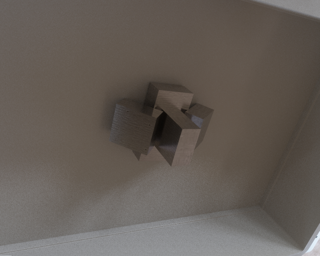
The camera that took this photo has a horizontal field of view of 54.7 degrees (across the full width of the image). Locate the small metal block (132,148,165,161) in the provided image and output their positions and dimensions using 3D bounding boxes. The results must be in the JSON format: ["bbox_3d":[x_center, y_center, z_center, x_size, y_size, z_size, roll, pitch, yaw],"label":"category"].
[{"bbox_3d":[-0.004,0.016,0.414,0.050,0.025,0.050,3,117,-29],"label":"small metal block"}]

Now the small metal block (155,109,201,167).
[{"bbox_3d":[0.019,0.011,0.374,0.025,0.050,0.050,0,118,-29],"label":"small metal block"}]

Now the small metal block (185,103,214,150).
[{"bbox_3d":[0.046,-0.001,0.415,0.050,0.025,0.050,-35,145,-60],"label":"small metal block"}]

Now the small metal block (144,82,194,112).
[{"bbox_3d":[0.009,-0.028,0.393,0.050,0.025,0.050,2,118,-30],"label":"small metal block"}]

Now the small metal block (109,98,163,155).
[{"bbox_3d":[-0.029,-0.002,0.372,0.050,0.025,0.050,20,115,10],"label":"small metal block"}]
